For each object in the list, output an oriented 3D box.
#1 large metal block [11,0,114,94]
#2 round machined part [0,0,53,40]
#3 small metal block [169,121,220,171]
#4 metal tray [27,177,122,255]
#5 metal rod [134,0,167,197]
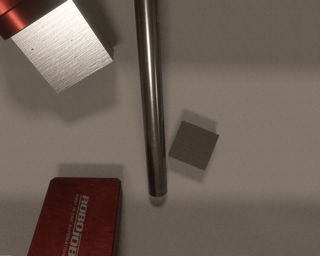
[{"bbox_3d":[-0.113,-0.102,0.376,0.080,0.050,0.080,-29,118,9],"label":"large metal block"},{"bbox_3d":[-0.163,-0.136,0.353,0.098,0.098,0.042,-33,118,0],"label":"round machined part"},{"bbox_3d":[0.044,0.023,0.412,0.050,0.025,0.050,22,90,-1],"label":"small metal block"},{"bbox_3d":[-0.096,0.120,0.367,0.091,0.030,0.130,1,46,0],"label":"metal tray"},{"bbox_3d":[-0.010,-0.051,0.352,0.025,0.025,0.298,-3,115,0],"label":"metal rod"}]
